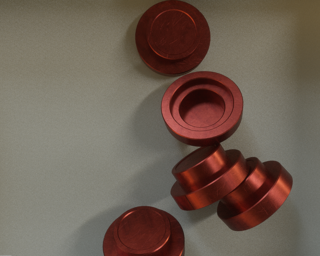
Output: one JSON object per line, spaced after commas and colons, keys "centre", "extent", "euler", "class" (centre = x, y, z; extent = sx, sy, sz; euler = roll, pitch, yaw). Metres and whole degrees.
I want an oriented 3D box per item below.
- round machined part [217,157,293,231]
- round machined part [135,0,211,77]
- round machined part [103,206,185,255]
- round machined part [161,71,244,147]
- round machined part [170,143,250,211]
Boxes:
{"centre": [0.106, 0.073, 0.376], "extent": [0.098, 0.098, 0.042], "euler": [-43, 93, 0], "class": "round machined part"}
{"centre": [0.017, -0.119, 0.403], "extent": [0.099, 0.042, 0.097], "euler": [0, 90, -1], "class": "round machined part"}
{"centre": [-0.020, 0.133, 0.372], "extent": [0.099, 0.098, 0.042], "euler": [-5, 125, -1], "class": "round machined part"}
{"centre": [0.053, -0.020, 0.390], "extent": [0.098, 0.042, 0.098], "euler": [-5, 61, 9], "class": "round machined part"}
{"centre": [0.053, 0.052, 0.374], "extent": [0.098, 0.098, 0.042], "euler": [-33, 96, 0], "class": "round machined part"}
